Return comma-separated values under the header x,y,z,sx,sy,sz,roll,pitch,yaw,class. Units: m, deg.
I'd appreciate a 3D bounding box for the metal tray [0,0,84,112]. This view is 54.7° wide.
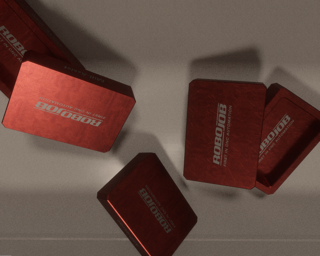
x,y,z,sx,sy,sz,roll,pitch,yaw,class
-0.168,-0.089,0.373,0.090,0.030,0.130,-37,106,12,metal tray

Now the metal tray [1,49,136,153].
x,y,z,sx,sy,sz,roll,pitch,yaw,class
-0.107,-0.026,0.371,0.131,0.030,0.089,18,118,-26,metal tray

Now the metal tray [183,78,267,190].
x,y,z,sx,sy,sz,roll,pitch,yaw,class
0.080,0.006,0.390,0.090,0.030,0.129,6,104,16,metal tray

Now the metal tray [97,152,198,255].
x,y,z,sx,sy,sz,roll,pitch,yaw,class
-0.012,0.109,0.420,0.090,0.030,0.130,-43,111,-32,metal tray

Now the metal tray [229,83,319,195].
x,y,z,sx,sy,sz,roll,pitch,yaw,class
0.151,0.017,0.416,0.090,0.030,0.129,31,107,-11,metal tray
